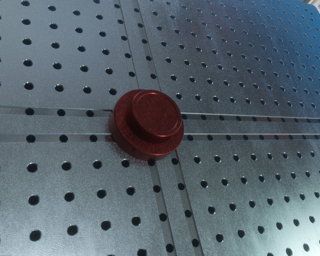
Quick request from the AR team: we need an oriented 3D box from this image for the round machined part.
[{"bbox_3d":[-0.011,-0.010,0.399,0.099,0.042,0.098,14,56,-21],"label":"round machined part"}]
